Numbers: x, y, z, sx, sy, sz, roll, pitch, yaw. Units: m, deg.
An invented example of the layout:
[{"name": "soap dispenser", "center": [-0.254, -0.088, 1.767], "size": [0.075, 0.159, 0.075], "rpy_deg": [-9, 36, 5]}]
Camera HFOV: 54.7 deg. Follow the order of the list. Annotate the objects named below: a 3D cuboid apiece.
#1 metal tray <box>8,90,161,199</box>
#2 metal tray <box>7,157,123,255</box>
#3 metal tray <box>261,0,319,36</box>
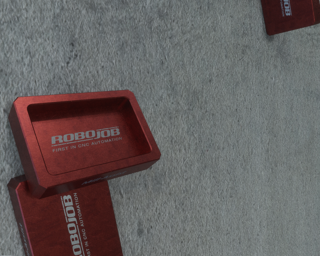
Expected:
[{"name": "metal tray", "center": [-0.072, 0.009, 0.314], "size": [0.131, 0.030, 0.090], "rpy_deg": [-10, 67, -40]}, {"name": "metal tray", "center": [-0.093, 0.103, 0.323], "size": [0.091, 0.030, 0.129], "rpy_deg": [-17, 101, -39]}, {"name": "metal tray", "center": [0.227, -0.240, 0.551], "size": [0.030, 0.090, 0.129], "rpy_deg": [-25, 106, -37]}]
